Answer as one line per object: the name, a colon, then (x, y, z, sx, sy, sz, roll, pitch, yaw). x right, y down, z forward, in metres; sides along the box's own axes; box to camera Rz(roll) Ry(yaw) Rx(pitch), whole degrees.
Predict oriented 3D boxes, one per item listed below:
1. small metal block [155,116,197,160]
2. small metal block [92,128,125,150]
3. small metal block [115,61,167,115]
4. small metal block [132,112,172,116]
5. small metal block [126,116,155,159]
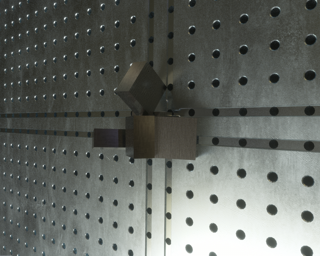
small metal block: (0.020, 0.012, 0.380, 0.050, 0.025, 0.050, 2, 92, 9)
small metal block: (-0.069, 0.017, 0.438, 0.050, 0.050, 0.025, 154, 116, -73)
small metal block: (-0.023, -0.050, 0.400, 0.025, 0.050, 0.050, 4, 57, 41)
small metal block: (-0.012, 0.003, 0.421, 0.050, 0.025, 0.050, 3, 92, 40)
small metal block: (-0.026, 0.011, 0.384, 0.050, 0.025, 0.050, 179, 91, -73)
